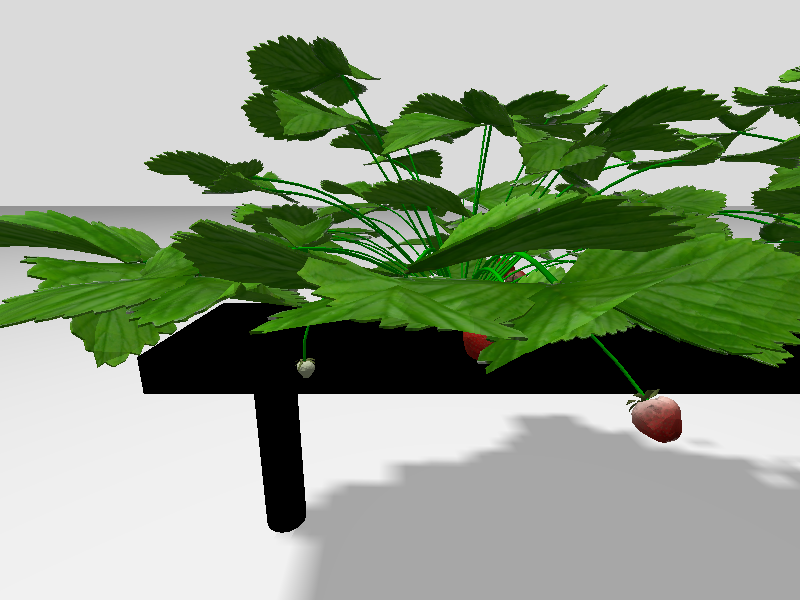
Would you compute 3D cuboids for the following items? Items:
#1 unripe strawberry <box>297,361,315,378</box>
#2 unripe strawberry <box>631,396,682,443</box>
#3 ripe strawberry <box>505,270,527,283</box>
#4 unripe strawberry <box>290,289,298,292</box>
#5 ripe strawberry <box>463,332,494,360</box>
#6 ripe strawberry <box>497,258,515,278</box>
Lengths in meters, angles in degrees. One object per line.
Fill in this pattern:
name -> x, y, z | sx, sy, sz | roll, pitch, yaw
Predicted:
unripe strawberry -> -0.057, 0.042, 0.242 | 0.011, 0.011, 0.010 | 13, 20, 40
unripe strawberry -> 0.124, 0.058, 0.192 | 0.023, 0.021, 0.020 | -6, -38, -20
ripe strawberry -> 0.142, -0.024, 0.486 | 0.026, 0.027, 0.028 | 10, 18, 33
unripe strawberry -> -0.121, -0.015, 0.454 | 0.015, 0.014, 0.013 | 8, 17, 27
ripe strawberry -> 0.061, 0.028, 0.280 | 0.032, 0.034, 0.035 | -1, 16, -4
ripe strawberry -> 0.136, -0.042, 0.539 | 0.036, 0.031, 0.036 | 7, 16, 23
